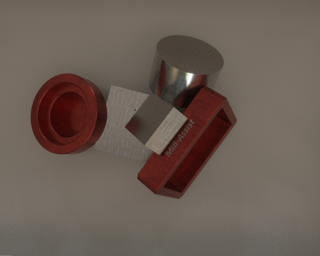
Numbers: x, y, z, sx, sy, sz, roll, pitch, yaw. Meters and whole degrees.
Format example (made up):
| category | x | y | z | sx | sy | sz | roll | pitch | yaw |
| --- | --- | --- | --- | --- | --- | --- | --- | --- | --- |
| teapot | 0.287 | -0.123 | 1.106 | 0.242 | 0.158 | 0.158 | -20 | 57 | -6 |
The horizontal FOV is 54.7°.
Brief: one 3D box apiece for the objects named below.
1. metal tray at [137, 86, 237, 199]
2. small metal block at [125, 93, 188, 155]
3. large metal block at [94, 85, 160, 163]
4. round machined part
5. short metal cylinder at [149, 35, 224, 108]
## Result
| category | x | y | z | sx | sy | sz | roll | pitch | yaw |
| --- | --- | --- | --- | --- | --- | --- | --- | --- | --- |
| metal tray | 0.038 | 0.023 | 0.377 | 0.030 | 0.090 | 0.130 | 36 | 89 | 27 |
| small metal block | -0.005 | -0.006 | 0.346 | 0.025 | 0.050 | 0.050 | 37 | 90 | -39 |
| large metal block | -0.030 | -0.003 | 0.397 | 0.080 | 0.050 | 0.080 | 15 | 90 | -1 |
| round machined part | -0.109 | -0.016 | 0.388 | 0.098 | 0.042 | 0.097 | -2 | 84 | 22 |
| short metal cylinder | 0.030 | -0.069 | 0.376 | 0.080 | 0.080 | 0.050 | 16 | 134 | -1 |
